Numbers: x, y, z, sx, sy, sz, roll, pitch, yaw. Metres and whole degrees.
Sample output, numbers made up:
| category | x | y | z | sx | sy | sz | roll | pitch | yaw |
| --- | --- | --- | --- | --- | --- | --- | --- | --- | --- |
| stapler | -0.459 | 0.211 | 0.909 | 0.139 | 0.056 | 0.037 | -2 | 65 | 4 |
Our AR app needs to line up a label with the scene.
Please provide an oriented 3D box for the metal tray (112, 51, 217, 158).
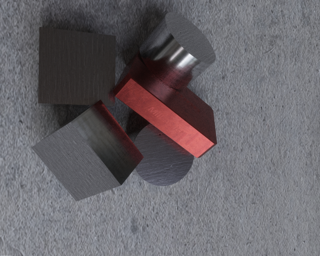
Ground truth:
| category | x | y | z | sx | sy | sz | roll | pitch | yaw |
| --- | --- | --- | --- | --- | --- | --- | --- | --- | --- |
| metal tray | 0.011 | -0.031 | 0.381 | 0.130 | 0.090 | 0.030 | 37 | 118 | -16 |

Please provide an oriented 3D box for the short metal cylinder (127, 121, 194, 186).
| category | x | y | z | sx | sy | sz | roll | pitch | yaw |
| --- | --- | --- | --- | --- | --- | --- | --- | --- | --- |
| short metal cylinder | -0.003 | 0.030 | 0.397 | 0.081 | 0.050 | 0.080 | 0 | 90 | -20 |

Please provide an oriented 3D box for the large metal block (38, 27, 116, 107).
| category | x | y | z | sx | sy | sz | roll | pitch | yaw |
| --- | --- | --- | --- | --- | --- | --- | --- | --- | --- |
| large metal block | -0.097 | -0.065 | 0.359 | 0.081 | 0.050 | 0.080 | 1 | 90 | -20 |

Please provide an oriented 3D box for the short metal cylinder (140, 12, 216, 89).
| category | x | y | z | sx | sy | sz | roll | pitch | yaw |
| --- | --- | --- | --- | --- | --- | --- | --- | --- | --- |
| short metal cylinder | 0.022 | -0.095 | 0.384 | 0.080 | 0.050 | 0.080 | 28 | 41 | -27 |

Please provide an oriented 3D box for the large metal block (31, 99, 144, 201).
| category | x | y | z | sx | sy | sz | roll | pitch | yaw |
| --- | --- | --- | --- | --- | --- | --- | --- | --- | --- |
| large metal block | -0.080 | 0.027 | 0.344 | 0.080 | 0.080 | 0.050 | 55 | 38 | -12 |
